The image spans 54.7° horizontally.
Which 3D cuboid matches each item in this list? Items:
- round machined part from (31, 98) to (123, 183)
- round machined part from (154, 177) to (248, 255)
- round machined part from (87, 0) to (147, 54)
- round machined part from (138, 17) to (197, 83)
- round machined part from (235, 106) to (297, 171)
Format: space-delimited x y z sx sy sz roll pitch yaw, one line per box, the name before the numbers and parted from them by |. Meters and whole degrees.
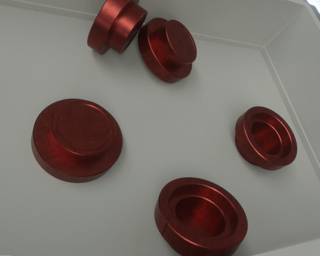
round machined part | -0.088 0.008 0.344 0.099 0.042 0.098 14 56 -21
round machined part | 0.041 0.103 0.339 0.099 0.042 0.098 12 32 -7
round machined part | -0.052 -0.140 0.417 0.042 0.097 0.098 34 51 -7
round machined part | 0.018 -0.119 0.458 0.099 0.042 0.098 24 56 -40
round machined part | 0.154 0.019 0.468 0.099 0.042 0.098 14 56 -21
